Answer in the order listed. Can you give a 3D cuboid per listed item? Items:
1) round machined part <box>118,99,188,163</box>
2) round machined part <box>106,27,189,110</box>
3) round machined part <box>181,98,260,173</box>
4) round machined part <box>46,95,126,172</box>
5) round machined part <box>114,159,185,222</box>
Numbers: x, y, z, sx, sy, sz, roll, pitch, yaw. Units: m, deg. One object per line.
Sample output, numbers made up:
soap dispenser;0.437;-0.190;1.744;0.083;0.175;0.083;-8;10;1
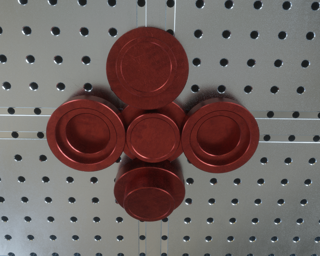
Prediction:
round machined part;-0.009;0.006;0.405;0.099;0.042;0.097;0;110;-1
round machined part;-0.015;-0.070;0.366;0.099;0.042;0.097;0;96;1
round machined part;0.076;0.007;0.407;0.099;0.042;0.097;0;110;-1
round machined part;-0.092;0.004;0.404;0.099;0.042;0.097;0;110;-1
round machined part;-0.014;0.091;0.425;0.099;0.042;0.097;0;125;0
